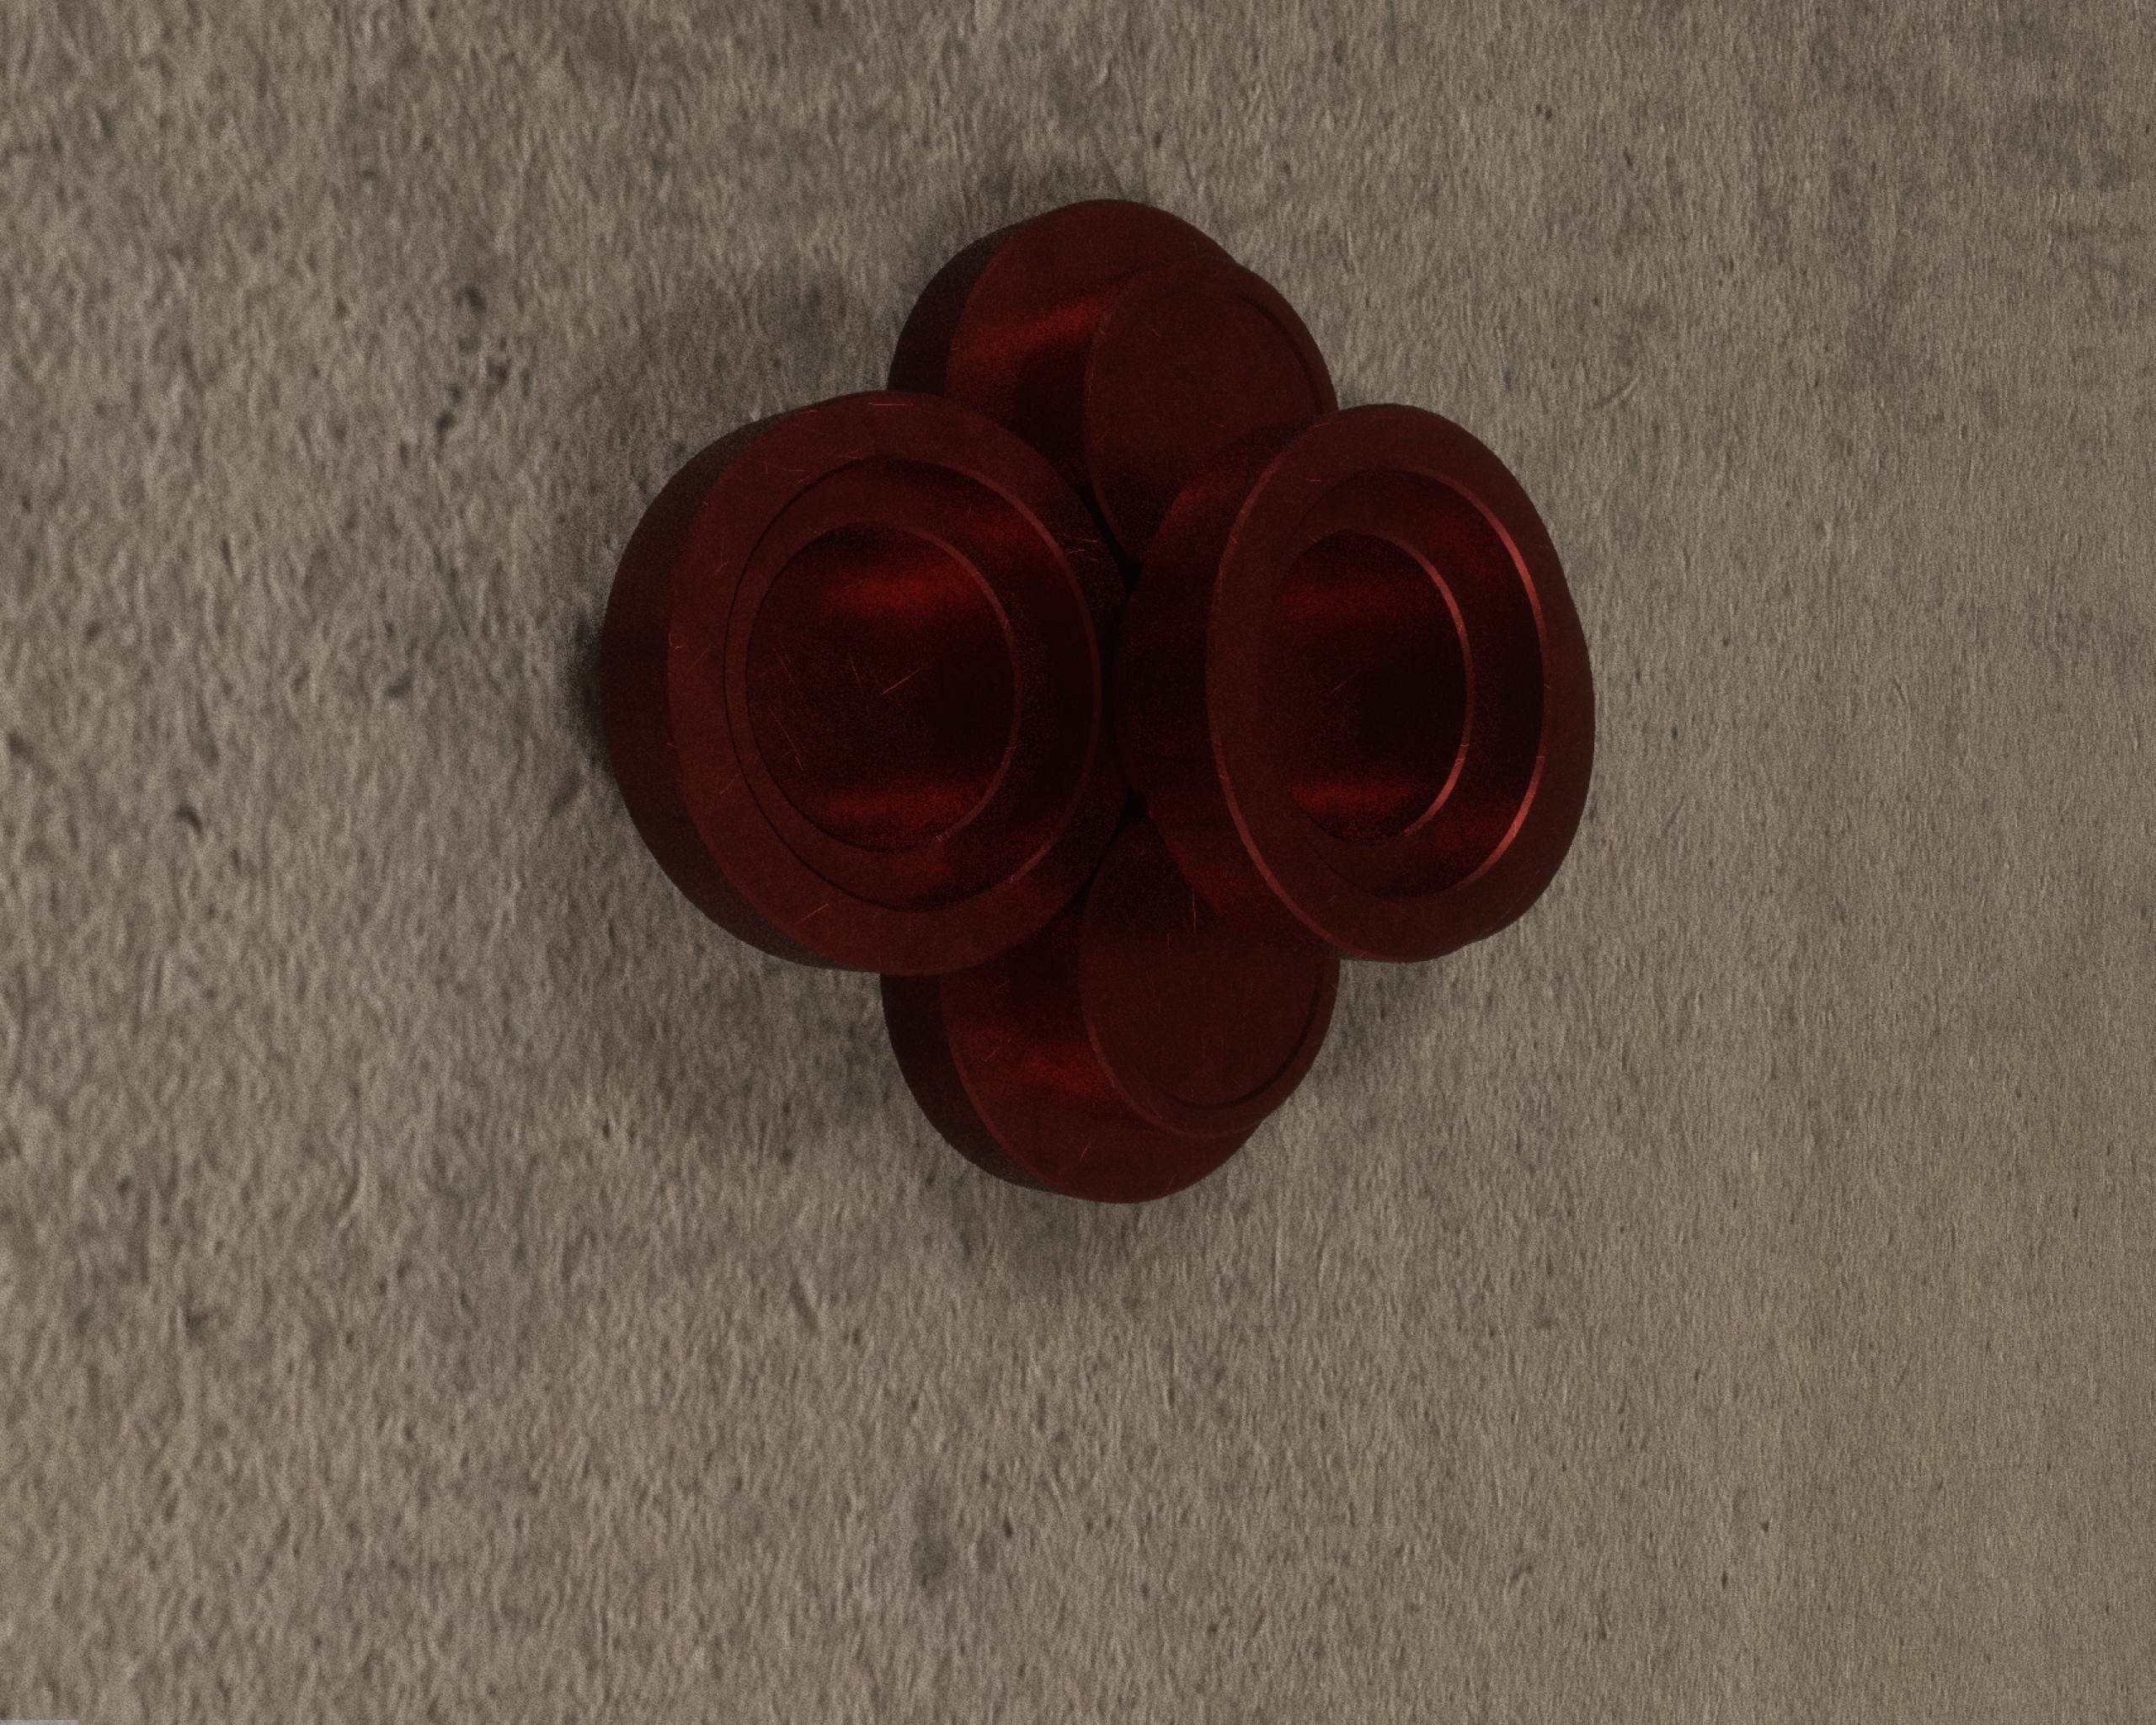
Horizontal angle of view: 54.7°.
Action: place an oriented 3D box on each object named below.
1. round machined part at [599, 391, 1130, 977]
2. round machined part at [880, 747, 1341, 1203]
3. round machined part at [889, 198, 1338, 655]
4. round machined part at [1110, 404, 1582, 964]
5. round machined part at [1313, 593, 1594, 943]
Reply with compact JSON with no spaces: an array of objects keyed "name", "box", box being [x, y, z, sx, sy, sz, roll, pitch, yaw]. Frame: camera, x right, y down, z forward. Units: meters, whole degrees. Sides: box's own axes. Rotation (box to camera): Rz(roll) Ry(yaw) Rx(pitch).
[{"name":"round machined part","box":[-0.039,-0.030,0.364,0.099,0.042,0.097,0,90,-40]},{"name":"round machined part","box":[0.013,0.018,0.408,0.099,0.042,0.097,0,90,-40]},{"name":"round machined part","box":[0.014,-0.081,0.409,0.099,0.042,0.097,0,90,-40]},{"name":"round machined part","box":[0.045,-0.031,0.380,0.099,0.042,0.097,-1,91,-40]},{"name":"round machined part","box":[0.065,-0.031,0.452,0.099,0.042,0.097,0,90,-40]}]
